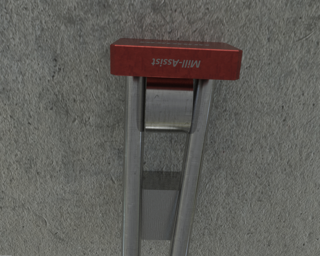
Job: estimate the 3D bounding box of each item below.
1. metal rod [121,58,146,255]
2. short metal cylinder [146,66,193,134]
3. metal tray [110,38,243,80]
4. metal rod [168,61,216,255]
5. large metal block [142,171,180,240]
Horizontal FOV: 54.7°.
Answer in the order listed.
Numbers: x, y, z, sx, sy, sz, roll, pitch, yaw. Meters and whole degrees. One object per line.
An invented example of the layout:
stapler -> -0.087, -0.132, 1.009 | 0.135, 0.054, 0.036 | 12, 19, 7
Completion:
metal rod -> -0.033, 0.060, 0.384 | 0.025, 0.025, 0.298 | 2, 95, -1
short metal cylinder -> 0.009, -0.033, 0.370 | 0.050, 0.080, 0.079 | 2, 110, -2
metal tray -> 0.016, -0.079, 0.347 | 0.131, 0.090, 0.030 | 2, 110, -1
metal rod -> 0.038, 0.063, 0.385 | 0.025, 0.025, 0.298 | 8, 95, -3
large metal block -> 0.002, 0.108, 0.435 | 0.081, 0.050, 0.079 | 2, 110, -1
